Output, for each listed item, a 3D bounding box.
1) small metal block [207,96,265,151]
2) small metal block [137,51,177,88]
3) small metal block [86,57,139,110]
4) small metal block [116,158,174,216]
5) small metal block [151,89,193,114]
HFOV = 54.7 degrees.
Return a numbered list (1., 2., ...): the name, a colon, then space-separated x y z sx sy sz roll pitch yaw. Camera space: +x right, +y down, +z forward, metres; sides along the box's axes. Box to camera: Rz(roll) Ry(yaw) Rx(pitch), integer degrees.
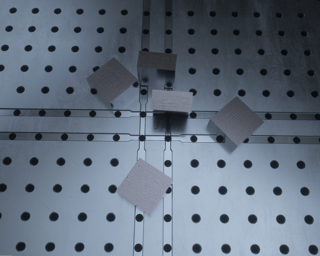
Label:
1. small metal block: 0.101 -0.006 0.415 0.050 0.025 0.050 -39 75 -13
2. small metal block: -0.004 -0.080 0.428 0.050 0.050 0.025 6 70 2
3. small metal block: -0.065 -0.062 0.434 0.050 0.025 0.050 -42 76 -14
4. small metal block: -0.018 0.073 0.385 0.050 0.025 0.050 32 73 10
5. small metal block: 0.015 -0.034 0.408 0.050 0.050 0.025 4 90 1
